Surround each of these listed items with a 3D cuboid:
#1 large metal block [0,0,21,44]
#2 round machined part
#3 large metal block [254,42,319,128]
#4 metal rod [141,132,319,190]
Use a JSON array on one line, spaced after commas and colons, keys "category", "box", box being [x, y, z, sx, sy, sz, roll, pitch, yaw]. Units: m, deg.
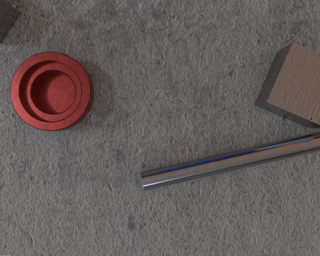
[{"category": "large metal block", "box": [-0.236, -0.156, 0.379, 0.080, 0.080, 0.050, 33, 90, -1]}, {"category": "round machined part", "box": [-0.134, -0.045, 0.400, 0.099, 0.042, 0.097, 0, 90, -1]}, {"category": "large metal block", "box": [0.182, -0.052, 0.400, 0.080, 0.050, 0.080, 23, 90, -1]}, {"category": "metal rod", "box": [0.125, 0.037, 0.411, 0.302, 0.025, 0.025, -13, 90, -1]}]
